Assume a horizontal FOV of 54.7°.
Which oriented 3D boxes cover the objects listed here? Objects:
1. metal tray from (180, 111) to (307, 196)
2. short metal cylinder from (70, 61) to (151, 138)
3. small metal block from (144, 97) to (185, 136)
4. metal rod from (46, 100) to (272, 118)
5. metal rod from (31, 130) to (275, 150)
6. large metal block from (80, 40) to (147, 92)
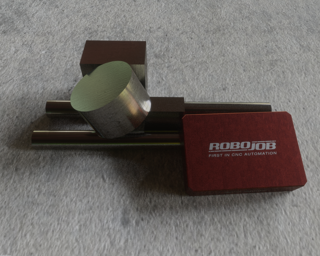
[{"bbox_3d":[0.092,0.029,0.360,0.131,0.030,0.090,-2,68,-4],"label":"metal tray"},{"bbox_3d":[-0.058,-0.034,0.370,0.080,0.050,0.080,-16,46,17],"label":"short metal cylinder"},{"bbox_3d":[0.005,-0.014,0.399,0.050,0.050,0.025,1,50,0],"label":"small metal block"},{"bbox_3d":[-0.002,-0.024,0.425,0.302,0.025,0.025,1,50,0],"label":"metal rod"},{"bbox_3d":[-0.006,0.015,0.392,0.302,0.025,0.025,0,50,-1],"label":"metal rod"},{"bbox_3d":[-0.059,-0.073,0.430,0.081,0.080,0.050,1,50,0],"label":"large metal block"}]
